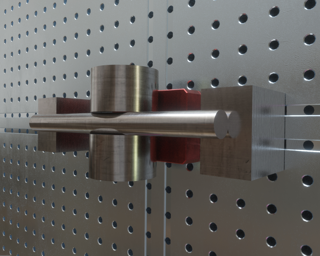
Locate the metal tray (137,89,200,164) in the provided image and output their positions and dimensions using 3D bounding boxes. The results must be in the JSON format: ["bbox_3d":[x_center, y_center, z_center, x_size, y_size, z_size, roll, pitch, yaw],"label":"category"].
[{"bbox_3d":[-0.009,-0.003,0.414,0.130,0.030,0.089,2,91,40],"label":"metal tray"}]

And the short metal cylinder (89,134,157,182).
[{"bbox_3d":[-0.044,0.032,0.371,0.080,0.081,0.050,1,91,40],"label":"short metal cylinder"}]

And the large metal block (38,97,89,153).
[{"bbox_3d":[-0.142,-0.005,0.489,0.050,0.081,0.080,1,91,40],"label":"large metal block"}]

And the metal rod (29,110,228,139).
[{"bbox_3d":[-0.064,-0.005,0.357,0.300,0.025,0.025,1,91,40],"label":"metal rod"}]

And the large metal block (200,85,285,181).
[{"bbox_3d":[0.083,0.004,0.304,0.050,0.081,0.080,1,91,40],"label":"large metal block"}]

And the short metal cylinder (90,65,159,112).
[{"bbox_3d":[-0.042,-0.043,0.369,0.080,0.081,0.050,1,91,40],"label":"short metal cylinder"}]
